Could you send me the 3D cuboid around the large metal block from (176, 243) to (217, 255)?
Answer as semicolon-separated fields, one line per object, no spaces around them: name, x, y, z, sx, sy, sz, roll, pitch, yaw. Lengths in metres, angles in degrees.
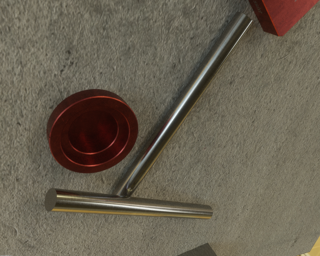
large metal block;0.076;0.279;0.588;0.081;0.080;0.050;-14;124;-21

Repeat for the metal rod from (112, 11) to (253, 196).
metal rod;0.021;-0.015;0.410;0.025;0.025;0.299;26;104;-38

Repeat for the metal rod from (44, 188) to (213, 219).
metal rod;-0.018;0.113;0.441;0.302;0.025;0.025;20;108;-45

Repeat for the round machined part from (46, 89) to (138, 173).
round machined part;-0.078;0.000;0.354;0.099;0.042;0.097;-14;125;-21

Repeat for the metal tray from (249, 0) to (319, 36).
metal tray;0.144;-0.187;0.369;0.090;0.030;0.130;-45;130;3
